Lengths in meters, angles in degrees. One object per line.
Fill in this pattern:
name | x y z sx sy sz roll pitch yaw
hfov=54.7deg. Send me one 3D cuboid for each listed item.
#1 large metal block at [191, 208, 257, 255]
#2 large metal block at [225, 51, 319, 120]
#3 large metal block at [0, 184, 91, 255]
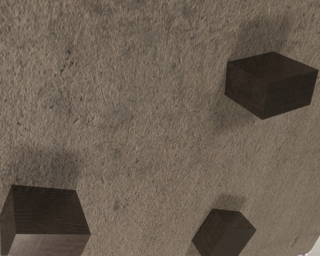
large metal block | 0.121 0.203 0.585 0.081 0.050 0.080 17 109 -35
large metal block | 0.146 -0.060 0.416 0.081 0.080 0.050 -16 125 -20
large metal block | -0.138 0.116 0.368 0.081 0.080 0.050 14 111 -35
